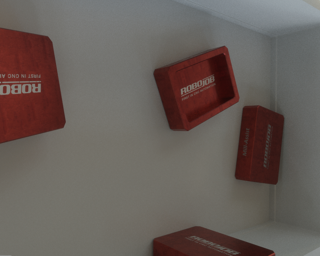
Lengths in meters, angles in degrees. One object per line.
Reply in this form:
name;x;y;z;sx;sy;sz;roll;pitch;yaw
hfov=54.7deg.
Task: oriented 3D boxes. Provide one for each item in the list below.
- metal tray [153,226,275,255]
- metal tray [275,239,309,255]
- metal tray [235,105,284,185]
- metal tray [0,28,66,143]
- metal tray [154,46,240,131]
metal tray;0.065;0.163;0.393;0.091;0.130;0.030;0;90;-40
metal tray;0.251;0.301;0.616;0.090;0.030;0.130;42;65;-32
metal tray;0.180;0.032;0.554;0.091;0.030;0.129;14;81;-39
metal tray;-0.135;-0.034;0.250;0.131;0.030;0.089;-25;108;-68
metal tray;0.059;-0.060;0.451;0.131;0.030;0.090;-28;108;-36
